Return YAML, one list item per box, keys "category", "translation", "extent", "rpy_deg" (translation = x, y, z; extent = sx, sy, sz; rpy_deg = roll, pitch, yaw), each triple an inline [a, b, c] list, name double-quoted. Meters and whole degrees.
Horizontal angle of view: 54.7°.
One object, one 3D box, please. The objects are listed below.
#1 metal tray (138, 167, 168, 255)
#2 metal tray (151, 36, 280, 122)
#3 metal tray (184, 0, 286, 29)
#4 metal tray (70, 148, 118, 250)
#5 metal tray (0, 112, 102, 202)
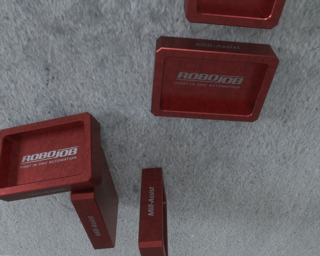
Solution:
- category: "metal tray"
  translation: [-0.008, 0.133, 0.452]
  extent: [0.030, 0.130, 0.089]
  rpy_deg: [-5, 130, 3]
- category: "metal tray"
  translation: [0.058, -0.054, 0.359]
  extent: [0.131, 0.030, 0.089]
  rpy_deg: [3, 130, -4]
- category: "metal tray"
  translation: [0.075, -0.157, 0.270]
  extent: [0.091, 0.030, 0.129]
  rpy_deg: [4, 130, -4]
- category: "metal tray"
  translation: [-0.090, 0.103, 0.450]
  extent: [0.030, 0.090, 0.129]
  rpy_deg: [-6, 130, 2]
- category: "metal tray"
  translation: [-0.142, 0.037, 0.390]
  extent: [0.131, 0.090, 0.030]
  rpy_deg: [-11, 154, 8]
